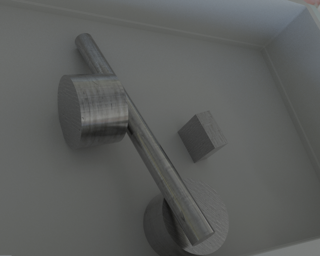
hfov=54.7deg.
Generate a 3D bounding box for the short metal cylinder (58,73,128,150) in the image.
[{"bbox_3d":[-0.076,-0.019,0.342,0.050,0.080,0.080,-9,66,-32],"label":"short metal cylinder"}]

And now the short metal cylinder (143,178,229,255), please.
[{"bbox_3d":[0.028,0.102,0.344,0.081,0.050,0.080,14,56,-21],"label":"short metal cylinder"}]

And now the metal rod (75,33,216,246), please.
[{"bbox_3d":[-0.032,-0.009,0.355,0.025,0.025,0.299,-13,56,-34],"label":"metal rod"}]

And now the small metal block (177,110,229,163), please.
[{"bbox_3d":[0.056,0.012,0.414,0.025,0.050,0.050,-16,71,-35],"label":"small metal block"}]
